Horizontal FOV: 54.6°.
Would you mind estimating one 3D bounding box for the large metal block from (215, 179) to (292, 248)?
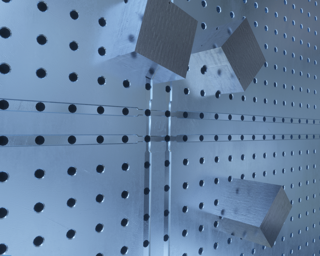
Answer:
[{"bbox_3d":[0.151,0.133,0.499,0.080,0.080,0.050,-48,119,-29],"label":"large metal block"}]

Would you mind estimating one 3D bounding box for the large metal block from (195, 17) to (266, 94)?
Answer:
[{"bbox_3d":[0.112,-0.111,0.485,0.080,0.050,0.080,-51,120,-28],"label":"large metal block"}]

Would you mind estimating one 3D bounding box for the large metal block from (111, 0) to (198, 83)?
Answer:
[{"bbox_3d":[-0.005,-0.111,0.387,0.080,0.050,0.080,21,77,-38],"label":"large metal block"}]
